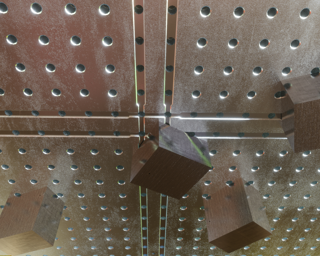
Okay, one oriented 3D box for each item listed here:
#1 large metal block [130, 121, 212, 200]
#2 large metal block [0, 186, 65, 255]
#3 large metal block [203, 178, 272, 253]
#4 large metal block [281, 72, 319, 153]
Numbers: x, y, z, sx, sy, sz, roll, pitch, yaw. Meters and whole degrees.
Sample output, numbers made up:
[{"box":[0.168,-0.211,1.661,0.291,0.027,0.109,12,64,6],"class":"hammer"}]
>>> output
[{"box":[0.013,0.048,0.436,0.080,0.050,0.080,23,126,-19],"class":"large metal block"},{"box":[-0.211,0.151,0.501,0.080,0.080,0.050,-18,128,14],"class":"large metal block"},{"box":[0.121,0.141,0.497,0.080,0.080,0.050,-37,121,27],"class":"large metal block"},{"box":[0.198,-0.021,0.380,0.080,0.050,0.080,-12,129,10],"class":"large metal block"}]
